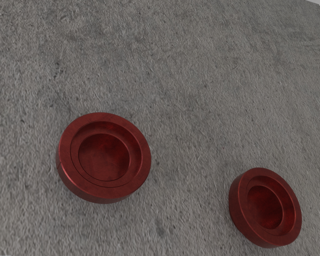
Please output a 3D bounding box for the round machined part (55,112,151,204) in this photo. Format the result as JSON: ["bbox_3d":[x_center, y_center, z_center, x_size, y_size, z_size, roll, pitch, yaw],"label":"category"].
[{"bbox_3d":[-0.063,0.035,0.338,0.099,0.042,0.098,14,56,-21],"label":"round machined part"}]

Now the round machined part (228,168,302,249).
[{"bbox_3d":[0.129,0.104,0.399,0.099,0.042,0.098,14,56,-21],"label":"round machined part"}]
